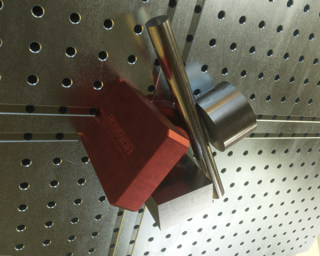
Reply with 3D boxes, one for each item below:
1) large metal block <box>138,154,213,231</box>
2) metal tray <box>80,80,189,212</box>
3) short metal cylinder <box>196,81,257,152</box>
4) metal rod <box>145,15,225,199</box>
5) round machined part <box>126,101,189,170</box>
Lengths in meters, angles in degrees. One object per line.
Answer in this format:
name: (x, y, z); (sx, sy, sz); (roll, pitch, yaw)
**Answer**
large metal block: (0.019, 0.086, 0.441); (0.081, 0.080, 0.050); (-18, 126, -19)
metal tray: (-0.035, 0.013, 0.334); (0.030, 0.130, 0.090); (31, 101, -38)
short metal cylinder: (0.082, -0.015, 0.411); (0.050, 0.080, 0.080); (-32, 129, -8)
metal rod: (0.044, -0.002, 0.408); (0.025, 0.025, 0.299); (-31, 129, -9)
round machined part: (-0.001, 0.017, 0.412); (0.099, 0.042, 0.097); (-14, 125, -21)
